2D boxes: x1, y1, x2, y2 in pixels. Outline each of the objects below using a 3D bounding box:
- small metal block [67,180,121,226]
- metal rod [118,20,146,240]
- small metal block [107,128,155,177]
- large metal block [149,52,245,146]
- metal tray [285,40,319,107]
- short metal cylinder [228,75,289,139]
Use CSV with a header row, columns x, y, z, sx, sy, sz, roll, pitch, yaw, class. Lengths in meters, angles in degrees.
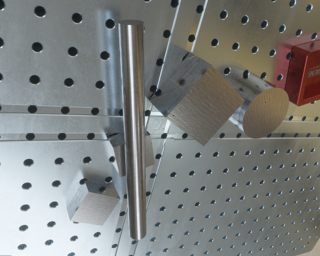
x,y,z,sx,sy,sz,roll,pitch,yaw,class
-0.091,0.104,0.425,0.050,0.025,0.050,24,106,-37,small metal block
-0.030,0.025,0.377,0.025,0.025,0.298,-13,123,-22,metal rod
-0.037,0.031,0.410,0.050,0.025,0.050,-19,126,-17,small metal block
0.048,-0.035,0.399,0.080,0.050,0.080,-49,129,6,large metal block
0.264,-0.094,0.493,0.131,0.030,0.089,-17,125,-19,metal tray
0.138,-0.031,0.451,0.081,0.050,0.079,-14,124,-21,short metal cylinder
